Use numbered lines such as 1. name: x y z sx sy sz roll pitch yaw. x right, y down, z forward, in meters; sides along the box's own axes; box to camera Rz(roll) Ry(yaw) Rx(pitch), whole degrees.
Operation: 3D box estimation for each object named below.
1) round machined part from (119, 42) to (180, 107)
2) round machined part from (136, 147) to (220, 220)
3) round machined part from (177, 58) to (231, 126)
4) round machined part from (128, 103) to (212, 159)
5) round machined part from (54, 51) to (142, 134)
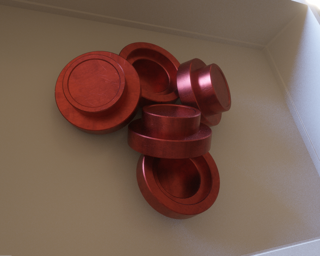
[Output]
1. round machined part: -0.017 -0.065 0.422 0.099 0.042 0.098 14 56 -21
2. round machined part: 0.018 0.059 0.366 0.099 0.042 0.098 14 56 -21
3. round machined part: 0.066 -0.051 0.430 0.098 0.042 0.098 33 49 -48
4. round machined part: 0.012 -0.002 0.363 0.099 0.098 0.042 -7 110 -31
5. round machined part: -0.071 -0.044 0.353 0.099 0.042 0.098 0 76 0
